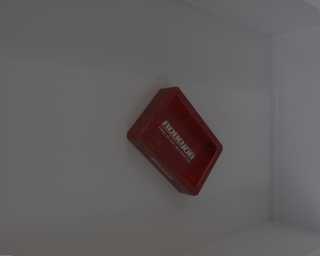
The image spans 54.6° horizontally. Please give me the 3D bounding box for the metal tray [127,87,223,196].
[{"bbox_3d":[0.026,0.020,0.423,0.130,0.030,0.090,49,61,-29],"label":"metal tray"}]
